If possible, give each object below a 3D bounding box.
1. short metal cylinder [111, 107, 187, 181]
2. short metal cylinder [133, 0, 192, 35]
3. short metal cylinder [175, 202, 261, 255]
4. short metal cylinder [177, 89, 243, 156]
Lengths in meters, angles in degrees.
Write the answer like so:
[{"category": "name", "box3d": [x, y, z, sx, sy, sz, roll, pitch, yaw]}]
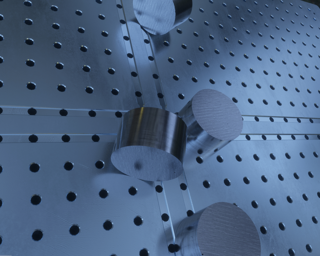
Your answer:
[{"category": "short metal cylinder", "box3d": [-0.011, 0.021, 0.354, 0.080, 0.080, 0.050, 21, 54, -16]}, {"category": "short metal cylinder", "box3d": [0.004, -0.196, 0.495, 0.080, 0.080, 0.050, 45, 51, 2]}, {"category": "short metal cylinder", "box3d": [0.064, 0.129, 0.347, 0.081, 0.050, 0.080, 13, 57, -21]}, {"category": "short metal cylinder", "box3d": [0.067, -0.008, 0.433, 0.081, 0.050, 0.080, 14, 56, -21]}]
